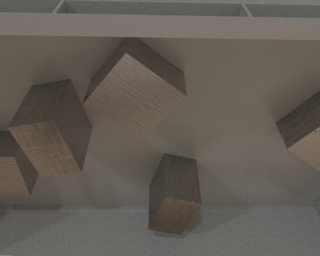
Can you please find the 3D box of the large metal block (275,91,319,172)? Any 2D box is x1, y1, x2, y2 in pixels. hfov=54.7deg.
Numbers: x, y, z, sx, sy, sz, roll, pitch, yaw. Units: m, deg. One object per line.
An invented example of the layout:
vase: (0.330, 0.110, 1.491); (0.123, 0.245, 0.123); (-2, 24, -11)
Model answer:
large metal block: (0.214, 0.005, 0.400); (0.080, 0.050, 0.080); (31, 123, -24)

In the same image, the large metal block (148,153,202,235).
large metal block: (0.019, 0.097, 0.456); (0.050, 0.080, 0.079); (13, 129, -11)

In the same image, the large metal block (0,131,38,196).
large metal block: (-0.224, 0.050, 0.432); (0.081, 0.050, 0.079); (1, 130, -1)

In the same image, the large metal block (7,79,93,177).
large metal block: (-0.125, 0.000, 0.371); (0.050, 0.080, 0.080); (-9, 130, 7)

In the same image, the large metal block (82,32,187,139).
large metal block: (-0.028, -0.046, 0.353); (0.080, 0.050, 0.080); (32, 123, -25)
